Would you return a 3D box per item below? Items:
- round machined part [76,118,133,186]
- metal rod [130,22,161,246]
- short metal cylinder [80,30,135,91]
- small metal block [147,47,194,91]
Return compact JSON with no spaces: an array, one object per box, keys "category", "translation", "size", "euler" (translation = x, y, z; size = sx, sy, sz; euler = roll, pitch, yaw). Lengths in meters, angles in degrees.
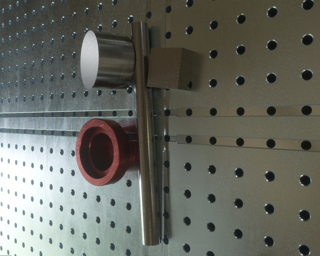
[{"category":"round machined part","translation":[-0.079,0.035,0.461],"size":[0.098,0.042,0.097],"euler":[0,90,39]},{"category":"metal rod","translation":[-0.020,0.005,0.423],"size":[0.025,0.025,0.298],"euler":[-6,86,39]},{"category":"short metal cylinder","translation":[-0.076,-0.093,0.437],"size":[0.080,0.050,0.079],"euler":[5,96,59]},{"category":"small metal block","translation":[0.013,-0.075,0.397],"size":[0.050,0.025,0.050],"euler":[11,97,39]}]
